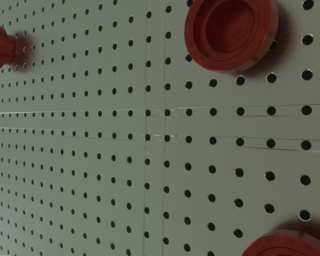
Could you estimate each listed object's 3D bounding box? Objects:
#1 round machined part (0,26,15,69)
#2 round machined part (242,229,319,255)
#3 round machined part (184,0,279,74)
[{"bbox_3d":[-0.360,-0.178,0.691,0.098,0.042,0.097,0,90,39],"label":"round machined part"},{"bbox_3d":[0.128,0.145,0.292,0.098,0.042,0.097,0,90,39],"label":"round machined part"},{"bbox_3d":[0.078,-0.107,0.333,0.098,0.042,0.097,0,90,39],"label":"round machined part"}]
